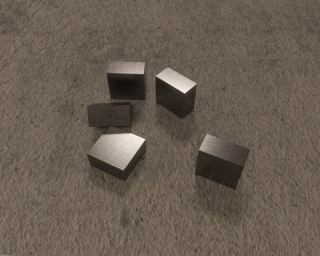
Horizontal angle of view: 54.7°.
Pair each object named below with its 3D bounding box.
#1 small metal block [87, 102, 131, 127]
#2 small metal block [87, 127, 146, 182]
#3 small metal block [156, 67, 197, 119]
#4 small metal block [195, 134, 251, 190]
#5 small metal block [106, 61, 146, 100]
[{"bbox_3d":[-0.063,-0.018,0.400,0.050,0.025,0.050,-3,9,-3],"label":"small metal block"},{"bbox_3d":[-0.052,0.030,0.378,0.050,0.025,0.050,22,53,17],"label":"small metal block"},{"bbox_3d":[0.021,-0.048,0.427,0.050,0.050,0.025,35,58,25],"label":"small metal block"},{"bbox_3d":[0.070,0.039,0.355,0.050,0.050,0.025,20,53,16],"label":"small metal block"},{"bbox_3d":[-0.046,-0.067,0.443,0.050,0.050,0.025,2,50,1],"label":"small metal block"}]
